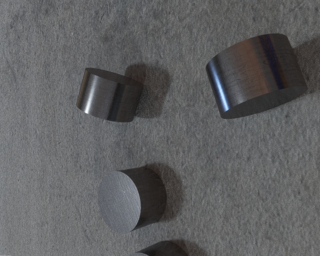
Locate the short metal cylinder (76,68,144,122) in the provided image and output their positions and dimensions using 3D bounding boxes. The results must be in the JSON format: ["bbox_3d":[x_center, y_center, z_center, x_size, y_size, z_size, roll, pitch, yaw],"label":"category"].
[{"bbox_3d":[-0.068,-0.046,0.423,0.080,0.081,0.050,29,108,36],"label":"short metal cylinder"}]

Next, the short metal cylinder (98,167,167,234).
[{"bbox_3d":[-0.038,0.095,0.418,0.080,0.050,0.079,0,90,39],"label":"short metal cylinder"}]

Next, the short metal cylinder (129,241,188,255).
[{"bbox_3d":[-0.002,0.190,0.389,0.080,0.050,0.079,0,90,39],"label":"short metal cylinder"}]

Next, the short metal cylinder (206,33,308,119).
[{"bbox_3d":[0.090,-0.046,0.294,0.080,0.081,0.050,-25,75,37],"label":"short metal cylinder"}]
